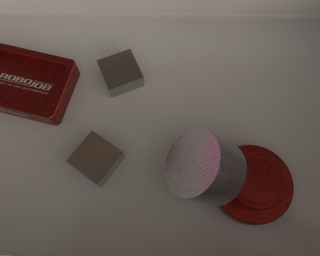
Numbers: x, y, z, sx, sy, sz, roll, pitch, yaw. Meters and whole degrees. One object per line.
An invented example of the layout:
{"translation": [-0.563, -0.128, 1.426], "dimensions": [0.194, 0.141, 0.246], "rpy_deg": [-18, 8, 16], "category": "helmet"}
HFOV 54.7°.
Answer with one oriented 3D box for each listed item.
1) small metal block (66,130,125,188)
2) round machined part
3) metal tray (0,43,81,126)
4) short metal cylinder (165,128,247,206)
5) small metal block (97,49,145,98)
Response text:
{"translation": [-0.081, 0.040, 0.394], "dimensions": [0.050, 0.025, 0.050], "rpy_deg": [34, 73, 11], "category": "small metal block"}
{"translation": [0.114, 0.067, 0.378], "dimensions": [0.099, 0.042, 0.098], "rpy_deg": [0, 70, -1], "category": "round machined part"}
{"translation": [-0.189, -0.062, 0.427], "dimensions": [0.131, 0.030, 0.090], "rpy_deg": [14, 70, 4], "category": "metal tray"}
{"translation": [0.052, 0.046, 0.358], "dimensions": [0.050, 0.080, 0.080], "rpy_deg": [25, 64, -39], "category": "short metal cylinder"}
{"translation": [-0.055, -0.077, 0.437], "dimensions": [0.050, 0.025, 0.050], "rpy_deg": [-22, 72, -8], "category": "small metal block"}
